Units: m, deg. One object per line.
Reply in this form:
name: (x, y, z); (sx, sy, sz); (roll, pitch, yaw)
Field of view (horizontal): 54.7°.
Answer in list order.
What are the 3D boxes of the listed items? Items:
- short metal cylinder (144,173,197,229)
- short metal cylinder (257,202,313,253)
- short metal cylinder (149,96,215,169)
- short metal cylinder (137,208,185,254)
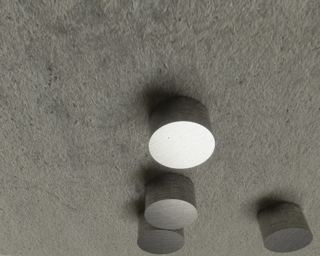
short metal cylinder: (0.017, 0.116, 0.490); (0.081, 0.050, 0.079); (0, 130, 0)
short metal cylinder: (0.216, 0.174, 0.541); (0.081, 0.050, 0.079); (0, 130, 0)
short metal cylinder: (0.027, 0.007, 0.396); (0.081, 0.050, 0.079); (0, 130, 0)
short metal cylinder: (0.001, 0.177, 0.542); (0.081, 0.050, 0.079); (0, 130, 0)
